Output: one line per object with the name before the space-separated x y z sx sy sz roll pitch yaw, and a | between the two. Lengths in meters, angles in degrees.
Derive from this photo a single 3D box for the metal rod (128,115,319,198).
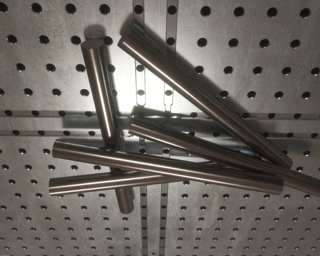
metal rod | 0.103 0.044 0.428 0.302 0.025 0.025 19 128 -8

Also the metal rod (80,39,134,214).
metal rod | -0.065 0.023 0.429 0.025 0.025 0.298 -3 130 2

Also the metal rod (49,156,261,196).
metal rod | -0.001 0.068 0.445 0.302 0.025 0.025 -6 131 -6

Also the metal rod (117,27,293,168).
metal rod | 0.074 -0.021 0.394 0.301 0.025 0.025 34 122 -26

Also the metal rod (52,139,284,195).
metal rod | 0.011 0.052 0.411 0.302 0.025 0.025 10 130 -1
